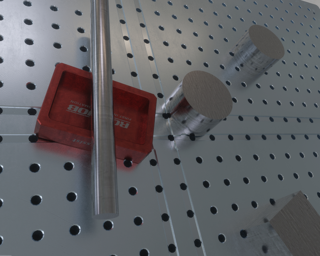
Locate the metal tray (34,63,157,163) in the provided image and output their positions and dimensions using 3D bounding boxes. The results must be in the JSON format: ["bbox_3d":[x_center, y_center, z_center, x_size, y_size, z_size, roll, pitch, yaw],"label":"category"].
[{"bbox_3d":[-0.072,-0.017,0.376,0.131,0.030,0.090,17,55,-18],"label":"metal tray"}]

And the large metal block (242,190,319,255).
[{"bbox_3d":[0.168,0.140,0.397,0.081,0.050,0.080,-25,75,-37],"label":"large metal block"}]

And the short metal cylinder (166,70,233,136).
[{"bbox_3d":[0.055,-0.035,0.443,0.081,0.050,0.080,14,56,-21],"label":"short metal cylinder"}]

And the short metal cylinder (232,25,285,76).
[{"bbox_3d":[0.183,-0.145,0.578,0.081,0.050,0.080,14,56,-21],"label":"short metal cylinder"}]

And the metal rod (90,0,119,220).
[{"bbox_3d":[-0.068,-0.048,0.361,0.025,0.025,0.299,7,59,-25],"label":"metal rod"}]
